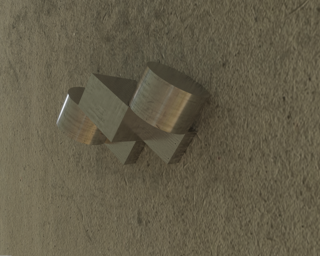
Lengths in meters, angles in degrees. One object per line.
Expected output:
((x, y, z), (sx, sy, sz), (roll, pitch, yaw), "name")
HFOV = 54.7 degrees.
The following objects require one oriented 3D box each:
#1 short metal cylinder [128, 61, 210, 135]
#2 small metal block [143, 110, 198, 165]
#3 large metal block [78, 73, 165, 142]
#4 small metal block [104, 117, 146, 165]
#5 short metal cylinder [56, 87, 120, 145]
((0.010, -0.036, 0.362), (0.080, 0.081, 0.050), (43, 116, 31), "short metal cylinder")
((0.012, 0.011, 0.397), (0.050, 0.025, 0.050), (43, 116, 31), "small metal block")
((-0.046, -0.026, 0.410), (0.080, 0.081, 0.050), (42, 115, 31), "large metal block")
((-0.048, 0.017, 0.447), (0.050, 0.025, 0.050), (43, 116, 31), "small metal block")
((-0.105, -0.019, 0.457), (0.080, 0.081, 0.050), (43, 116, 31), "short metal cylinder")
